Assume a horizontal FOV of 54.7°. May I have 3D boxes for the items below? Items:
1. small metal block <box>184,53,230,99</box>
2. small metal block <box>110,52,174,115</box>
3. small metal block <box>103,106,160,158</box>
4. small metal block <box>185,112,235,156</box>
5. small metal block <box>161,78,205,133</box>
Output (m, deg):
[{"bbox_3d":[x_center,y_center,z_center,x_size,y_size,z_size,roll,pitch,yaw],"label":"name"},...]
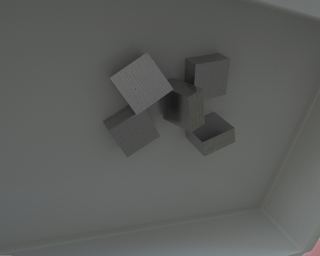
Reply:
[{"bbox_3d":[0.060,-0.066,0.400,0.050,0.025,0.050,-14,124,-21],"label":"small metal block"},{"bbox_3d":[-0.021,-0.049,0.352,0.050,0.025,0.050,-36,97,-4],"label":"small metal block"},{"bbox_3d":[-0.035,0.001,0.390,0.050,0.025,0.050,-33,129,-7],"label":"small metal block"},{"bbox_3d":[0.069,0.007,0.434,0.050,0.050,0.025,-23,127,-15],"label":"small metal block"},{"bbox_3d":[0.027,-0.029,0.386,0.025,0.050,0.050,-33,131,-30],"label":"small metal block"}]
